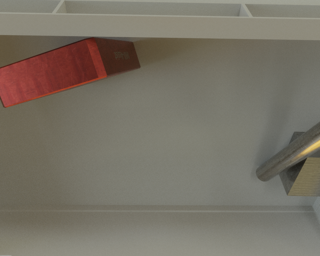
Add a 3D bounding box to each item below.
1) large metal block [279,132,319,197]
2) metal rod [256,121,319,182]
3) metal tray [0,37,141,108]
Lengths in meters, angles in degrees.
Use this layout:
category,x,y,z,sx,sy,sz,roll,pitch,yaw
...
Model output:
category,x,y,z,sx,sy,sz,roll,pitch,yaw
large metal block,0.226,0.053,0.441,0.081,0.050,0.079,2,130,-3
metal rod,0.177,0.008,0.339,0.025,0.025,0.299,5,155,-5
metal tray,-0.077,-0.055,0.293,0.090,0.130,0.030,-15,101,12
